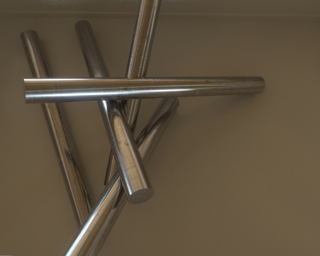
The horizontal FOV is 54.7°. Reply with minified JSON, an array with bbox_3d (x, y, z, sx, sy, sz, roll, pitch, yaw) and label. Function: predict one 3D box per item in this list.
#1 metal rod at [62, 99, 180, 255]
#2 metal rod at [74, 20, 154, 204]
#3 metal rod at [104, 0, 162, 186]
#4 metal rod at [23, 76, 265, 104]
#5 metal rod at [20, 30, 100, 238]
[{"bbox_3d":[-0.037,0.055,0.317,0.025,0.025,0.301,22,43,8],"label":"metal rod"},{"bbox_3d":[-0.066,-0.044,0.372,0.025,0.025,0.300,-19,51,-7],"label":"metal rod"},{"bbox_3d":[-0.027,-0.074,0.373,0.025,0.025,0.298,12,95,4],"label":"metal rod"},{"bbox_3d":[0.004,-0.048,0.365,0.303,0.025,0.025,-5,68,-27],"label":"metal rod"},{"bbox_3d":[-0.137,-0.006,0.410,0.025,0.025,0.299,-21,71,-7],"label":"metal rod"}]
